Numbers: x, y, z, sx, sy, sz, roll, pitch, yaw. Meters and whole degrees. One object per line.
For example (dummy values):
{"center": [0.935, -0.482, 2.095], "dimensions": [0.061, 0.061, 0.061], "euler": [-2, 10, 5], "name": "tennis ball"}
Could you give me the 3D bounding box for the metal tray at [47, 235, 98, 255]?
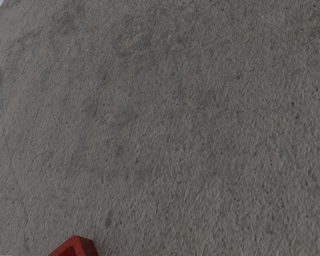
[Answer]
{"center": [-0.094, 0.195, 0.330], "dimensions": [0.090, 0.030, 0.130], "euler": [-39, 51, 1], "name": "metal tray"}
